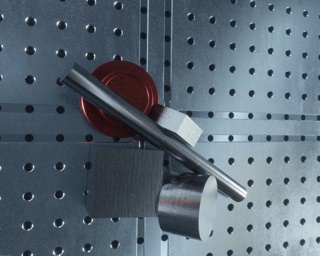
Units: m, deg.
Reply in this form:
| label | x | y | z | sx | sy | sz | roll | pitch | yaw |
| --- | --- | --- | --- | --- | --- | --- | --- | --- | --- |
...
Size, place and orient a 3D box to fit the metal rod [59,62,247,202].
| label | x | y | z | sx | sy | sz | roll | pitch | yaw |
| --- | --- | --- | --- | --- | --- | --- | --- | --- | --- |
| metal rod | 0.012 | 0.021 | 0.384 | 0.301 | 0.025 | 0.025 | 36 | 78 | -30 |

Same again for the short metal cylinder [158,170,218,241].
| label | x | y | z | sx | sy | sz | roll | pitch | yaw |
| --- | --- | --- | --- | --- | --- | --- | --- | --- | --- |
| short metal cylinder | 0.038 | 0.097 | 0.392 | 0.080 | 0.050 | 0.079 | 4 | 90 | -65 |

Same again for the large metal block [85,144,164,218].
| label | x | y | z | sx | sy | sz | roll | pitch | yaw |
| --- | --- | --- | --- | --- | --- | --- | --- | --- | --- |
| large metal block | -0.045 | 0.064 | 0.381 | 0.081 | 0.050 | 0.080 | 5 | 88 | -20 |

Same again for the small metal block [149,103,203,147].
| label | x | y | z | sx | sy | sz | roll | pitch | yaw |
| --- | --- | --- | --- | --- | --- | --- | --- | --- | --- |
| small metal block | 0.019 | -0.003 | 0.397 | 0.025 | 0.050 | 0.050 | -60 | 142 | -7 |

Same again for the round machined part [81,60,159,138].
| label | x | y | z | sx | sy | sz | roll | pitch | yaw |
| --- | --- | --- | --- | --- | --- | --- | --- | --- | --- |
| round machined part | -0.047 | -0.036 | 0.387 | 0.099 | 0.042 | 0.097 | 0 | 90 | -21 |
